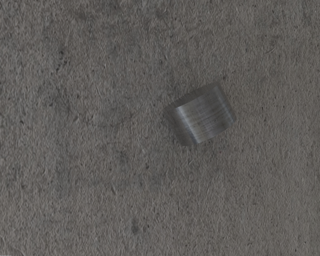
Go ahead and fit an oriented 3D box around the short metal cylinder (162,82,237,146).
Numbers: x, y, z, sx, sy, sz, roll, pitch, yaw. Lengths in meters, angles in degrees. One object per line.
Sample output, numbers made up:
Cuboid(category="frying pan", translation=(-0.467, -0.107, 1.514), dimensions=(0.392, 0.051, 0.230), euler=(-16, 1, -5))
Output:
Cuboid(category="short metal cylinder", translation=(0.050, -0.019, 0.398), dimensions=(0.080, 0.080, 0.050), euler=(-31, 101, -17))
